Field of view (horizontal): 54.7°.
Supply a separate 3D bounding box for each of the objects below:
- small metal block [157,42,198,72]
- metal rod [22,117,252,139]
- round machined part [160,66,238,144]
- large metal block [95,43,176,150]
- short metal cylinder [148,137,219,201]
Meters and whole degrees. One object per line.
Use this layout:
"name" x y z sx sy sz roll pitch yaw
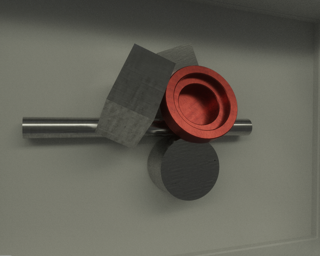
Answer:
"small metal block" 0.023 -0.082 0.419 0.050 0.025 0.050 -22 98 -19
"metal rod" -0.013 -0.001 0.403 0.303 0.025 0.025 0 90 -21
"round machined part" 0.046 -0.027 0.398 0.099 0.042 0.098 6 70 -18
"large metal block" -0.030 -0.033 0.354 0.050 0.080 0.080 25 59 -8
"short metal cylinder" 0.030 0.050 0.407 0.081 0.050 0.079 0 90 -21
